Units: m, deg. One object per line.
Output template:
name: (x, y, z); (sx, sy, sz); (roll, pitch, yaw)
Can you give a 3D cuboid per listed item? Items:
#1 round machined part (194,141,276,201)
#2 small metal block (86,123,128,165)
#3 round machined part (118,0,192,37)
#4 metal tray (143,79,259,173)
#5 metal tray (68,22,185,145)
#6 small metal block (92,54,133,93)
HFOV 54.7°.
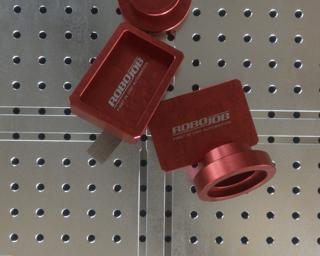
round machined part: (0.088, 0.052, 0.385); (0.099, 0.098, 0.042); (-17, 59, 0)
small metal block: (-0.064, 0.017, 0.400); (0.025, 0.050, 0.050); (40, 90, 0)
round machined part: (-0.007, -0.174, 0.404); (0.099, 0.042, 0.097); (0, 90, 0)
metal tray: (0.053, -0.003, 0.411); (0.131, 0.030, 0.090); (-17, 90, 0)
metal tray: (-0.038, -0.056, 0.378); (0.090, 0.030, 0.130); (28, 69, -2)
small metal block: (-0.069, -0.064, 0.413); (0.050, 0.025, 0.050); (32, 90, 0)
